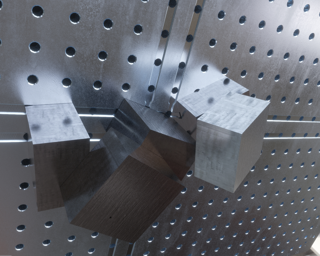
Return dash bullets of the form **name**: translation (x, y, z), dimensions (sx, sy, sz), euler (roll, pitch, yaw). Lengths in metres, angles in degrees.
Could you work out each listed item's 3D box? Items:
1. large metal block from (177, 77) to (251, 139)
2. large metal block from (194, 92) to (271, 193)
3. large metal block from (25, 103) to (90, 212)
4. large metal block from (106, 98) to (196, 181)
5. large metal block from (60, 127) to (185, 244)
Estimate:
- **large metal block**: translation (0.079, -0.013, 0.432), dimensions (0.080, 0.050, 0.080), euler (-27, 128, -12)
- **large metal block**: translation (0.084, 0.014, 0.363), dimensions (0.080, 0.050, 0.079), euler (-37, 137, -42)
- **large metal block**: translation (-0.111, 0.028, 0.332), dimensions (0.050, 0.080, 0.079), euler (-6, 121, -26)
- **large metal block**: translation (-0.009, 0.014, 0.380), dimensions (0.080, 0.080, 0.050), euler (20, 108, -36)
- **large metal block**: translation (-0.037, 0.059, 0.307), dimensions (0.080, 0.050, 0.080), euler (-49, 129, 6)
